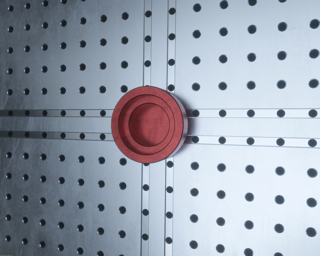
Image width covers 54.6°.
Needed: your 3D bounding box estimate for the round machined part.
[{"bbox_3d":[-0.011,-0.004,0.407,0.098,0.042,0.097,0,90,20],"label":"round machined part"}]
